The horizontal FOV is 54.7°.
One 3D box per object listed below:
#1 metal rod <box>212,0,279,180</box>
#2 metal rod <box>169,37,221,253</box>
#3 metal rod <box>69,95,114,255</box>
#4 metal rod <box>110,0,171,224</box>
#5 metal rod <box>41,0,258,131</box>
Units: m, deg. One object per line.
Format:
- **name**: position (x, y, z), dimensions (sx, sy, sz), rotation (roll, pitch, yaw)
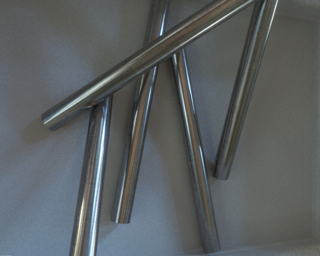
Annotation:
- **metal rod**: position (0.108, -0.065, 0.384), dimensions (0.025, 0.025, 0.298), rotation (-1, 116, -20)
- **metal rod**: position (0.046, 0.025, 0.428), dimensions (0.025, 0.025, 0.298), rotation (-12, 94, -20)
- **metal rod**: position (-0.072, 0.084, 0.312), dimensions (0.025, 0.025, 0.299), rotation (13, 57, -20)
- **metal rod**: position (-0.024, -0.029, 0.402), dimensions (0.025, 0.025, 0.298), rotation (12, 86, -20)
- **metal rod**: position (-0.004, -0.083, 0.339), dimensions (0.300, 0.025, 0.025), rotation (-31, 102, 10)
